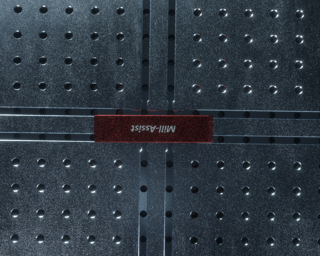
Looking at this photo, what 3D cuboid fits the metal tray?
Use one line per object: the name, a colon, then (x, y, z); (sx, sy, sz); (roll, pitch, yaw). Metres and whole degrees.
metal tray: (-0.007, 0.001, 0.380); (0.131, 0.090, 0.030); (0, 90, 0)
